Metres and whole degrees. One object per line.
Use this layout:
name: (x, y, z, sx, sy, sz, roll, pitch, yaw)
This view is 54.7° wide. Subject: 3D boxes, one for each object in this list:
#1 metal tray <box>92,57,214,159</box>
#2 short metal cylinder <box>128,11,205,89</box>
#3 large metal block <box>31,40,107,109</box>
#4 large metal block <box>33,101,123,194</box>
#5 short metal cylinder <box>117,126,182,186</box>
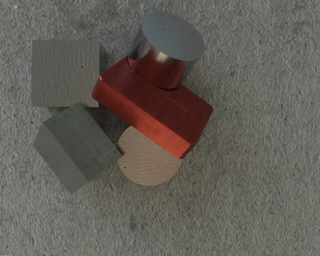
metal tray: (-0.005, -0.032, 0.380, 0.130, 0.090, 0.030, 36, 130, 0)
short metal cylinder: (0.007, -0.095, 0.379, 0.081, 0.050, 0.080, 14, 53, -18)
large metal block: (-0.113, -0.065, 0.396, 0.081, 0.050, 0.080, 1, 90, 0)
large metal block: (-0.103, 0.027, 0.376, 0.050, 0.080, 0.080, -38, 91, -36)
short metal cylinder: (-0.013, 0.030, 0.399, 0.081, 0.050, 0.080, 0, 90, 0)
